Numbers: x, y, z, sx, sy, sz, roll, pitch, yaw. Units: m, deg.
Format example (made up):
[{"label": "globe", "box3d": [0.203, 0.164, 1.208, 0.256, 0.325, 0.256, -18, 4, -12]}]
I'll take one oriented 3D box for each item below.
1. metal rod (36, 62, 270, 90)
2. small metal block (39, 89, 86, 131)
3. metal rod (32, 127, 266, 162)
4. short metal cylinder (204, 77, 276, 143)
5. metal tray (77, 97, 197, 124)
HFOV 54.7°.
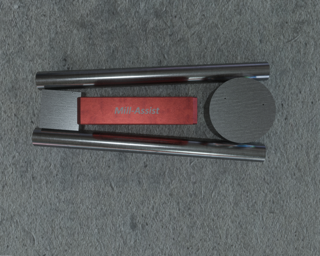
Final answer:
[{"label": "metal rod", "box3d": [-0.009, -0.069, 0.411, 0.302, 0.025, 0.025, -3, 90, 0]}, {"label": "small metal block", "box3d": [-0.128, -0.023, 0.411, 0.050, 0.025, 0.050, 4, 90, 0]}, {"label": "metal rod", "box3d": [-0.014, 0.022, 0.411, 0.302, 0.025, 0.025, 4, 90, 0]}, {"label": "short metal cylinder", "box3d": [0.100, -0.022, 0.399, 0.081, 0.050, 0.079, 0, 90, 0]}, {"label": "metal tray", "box3d": [-0.024, -0.019, 0.377, 0.131, 0.090, 0.030, 0, 90, 0]}]
